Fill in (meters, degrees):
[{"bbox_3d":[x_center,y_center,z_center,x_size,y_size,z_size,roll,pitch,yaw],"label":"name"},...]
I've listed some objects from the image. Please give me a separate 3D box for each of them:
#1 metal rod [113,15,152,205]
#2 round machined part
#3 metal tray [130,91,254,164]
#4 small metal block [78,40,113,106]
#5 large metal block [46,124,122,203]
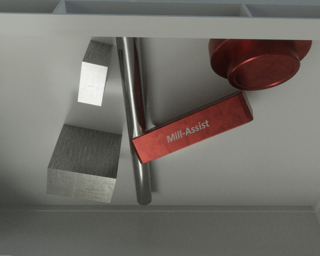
[{"bbox_3d":[-0.030,0.003,0.411,0.025,0.025,0.298,-2,130,1],"label":"metal rod"},{"bbox_3d":[0.101,-0.072,0.313,0.099,0.042,0.098,-3,158,-1],"label":"round machined part"},{"bbox_3d":[0.040,-0.004,0.362,0.130,0.090,0.030,-23,93,18],"label":"metal tray"},{"bbox_3d":[-0.071,-0.061,0.340,0.025,0.050,0.050,11,129,-10],"label":"small metal block"},{"bbox_3d":[-0.098,0.046,0.411,0.081,0.080,0.050,11,129,-10],"label":"large metal block"}]
